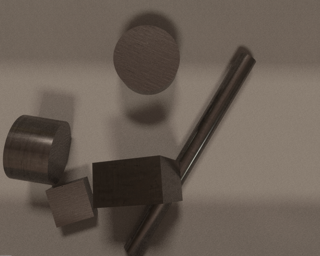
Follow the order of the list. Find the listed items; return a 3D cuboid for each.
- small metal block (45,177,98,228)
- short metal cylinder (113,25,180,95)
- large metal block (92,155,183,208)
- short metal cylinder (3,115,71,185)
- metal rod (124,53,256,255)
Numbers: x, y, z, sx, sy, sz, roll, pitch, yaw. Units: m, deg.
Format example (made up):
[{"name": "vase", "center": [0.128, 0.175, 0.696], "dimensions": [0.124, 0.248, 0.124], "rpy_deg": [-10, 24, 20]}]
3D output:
[{"name": "small metal block", "center": [-0.116, 0.097, 0.410], "dimensions": [0.050, 0.025, 0.050], "rpy_deg": [-17, 90, -1]}, {"name": "short metal cylinder", "center": [-0.016, -0.085, 0.399], "dimensions": [0.081, 0.050, 0.079], "rpy_deg": [0, 90, -1]}, {"name": "large metal block", "center": [-0.024, 0.065, 0.369], "dimensions": [0.080, 0.080, 0.050], "rpy_deg": [-8, 77, 17]}, {"name": "short metal cylinder", "center": [-0.148, 0.027, 0.382], "dimensions": [0.050, 0.080, 0.080], "rpy_deg": [10, 90, 0]}, {"name": "metal rod", "center": [0.040, 0.035, 0.411], "dimensions": [0.025, 0.025, 0.299], "rpy_deg": [31, 90, -1]}]
